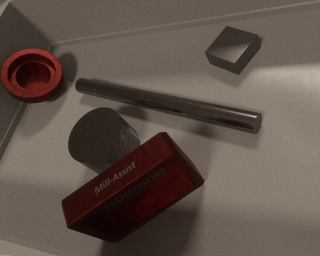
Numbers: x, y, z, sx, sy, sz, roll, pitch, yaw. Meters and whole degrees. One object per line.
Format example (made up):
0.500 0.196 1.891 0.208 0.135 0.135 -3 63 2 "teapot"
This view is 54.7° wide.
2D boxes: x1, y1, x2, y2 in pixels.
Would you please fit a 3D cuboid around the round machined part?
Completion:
-0.219 -0.086 0.541 0.099 0.042 0.098 3 67 -8 "round machined part"

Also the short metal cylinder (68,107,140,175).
-0.074 0.019 0.415 0.080 0.050 0.080 -13 56 20 "short metal cylinder"

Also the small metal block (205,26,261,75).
0.098 -0.105 0.418 0.050 0.025 0.050 33 80 38 "small metal block"

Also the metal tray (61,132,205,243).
-0.025 0.069 0.333 0.130 0.090 0.030 -35 52 5 "metal tray"

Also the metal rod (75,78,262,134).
-0.010 -0.038 0.432 0.300 0.025 0.025 15 70 33 "metal rod"
